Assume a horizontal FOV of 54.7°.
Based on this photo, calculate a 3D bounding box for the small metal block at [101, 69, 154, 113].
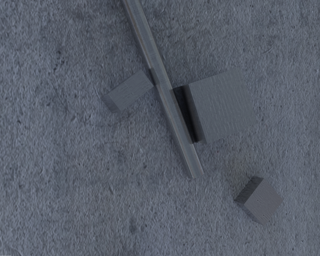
[{"bbox_3d":[-0.042,-0.044,0.381,0.050,0.050,0.025,-40,103,-16],"label":"small metal block"}]

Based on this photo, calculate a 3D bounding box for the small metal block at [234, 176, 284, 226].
[{"bbox_3d":[0.149,0.109,0.466,0.050,0.025,0.050,46,75,-15],"label":"small metal block"}]

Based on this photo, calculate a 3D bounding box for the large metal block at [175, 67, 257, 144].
[{"bbox_3d":[0.075,-0.031,0.425,0.081,0.050,0.080,-21,97,-19],"label":"large metal block"}]

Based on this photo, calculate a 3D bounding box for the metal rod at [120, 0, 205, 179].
[{"bbox_3d":[-0.003,-0.073,0.408,0.025,0.025,0.298,-24,98,-19],"label":"metal rod"}]
